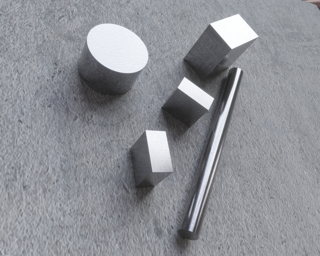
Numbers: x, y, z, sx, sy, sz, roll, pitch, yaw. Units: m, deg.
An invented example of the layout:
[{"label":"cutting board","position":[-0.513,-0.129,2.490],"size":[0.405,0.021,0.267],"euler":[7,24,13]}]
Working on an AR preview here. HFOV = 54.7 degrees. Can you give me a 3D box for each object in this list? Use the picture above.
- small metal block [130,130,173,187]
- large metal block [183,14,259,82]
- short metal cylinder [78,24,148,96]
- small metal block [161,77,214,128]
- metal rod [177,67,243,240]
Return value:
[{"label":"small metal block","position":[-0.011,0.037,0.361],"size":[0.025,0.050,0.050],"euler":[4,60,-27]},{"label":"large metal block","position":[0.098,-0.130,0.503],"size":[0.081,0.080,0.050],"euler":[-31,80,-38]},{"label":"short metal cylinder","position":[-0.063,-0.090,0.410],"size":[0.081,0.050,0.080],"euler":[14,56,-21]},{"label":"small metal block","position":[0.038,-0.034,0.431],"size":[0.050,0.050,0.025],"euler":[35,51,-5]},{"label":"metal rod","position":[0.081,0.013,0.441],"size":[0.025,0.025,0.301],"euler":[32,51,-8]}]
